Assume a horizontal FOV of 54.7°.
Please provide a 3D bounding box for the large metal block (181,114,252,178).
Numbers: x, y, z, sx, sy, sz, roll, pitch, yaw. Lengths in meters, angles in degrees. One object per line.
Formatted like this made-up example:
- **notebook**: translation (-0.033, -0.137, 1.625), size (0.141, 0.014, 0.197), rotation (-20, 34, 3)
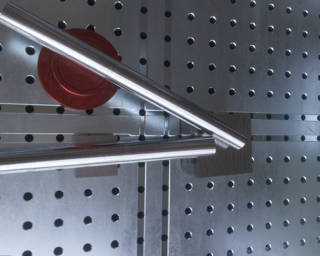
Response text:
- **large metal block**: translation (0.077, 0.022, 0.426), size (0.081, 0.050, 0.079), rotation (-2, 91, -20)

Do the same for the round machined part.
- **round machined part**: translation (-0.093, -0.071, 0.369), size (0.099, 0.042, 0.097), rotation (0, 90, -21)

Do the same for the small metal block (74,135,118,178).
- **small metal block**: translation (-0.080, 0.034, 0.384), size (0.050, 0.025, 0.050), rotation (0, 90, -21)

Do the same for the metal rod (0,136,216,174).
- **metal rod**: translation (-0.085, 0.032, 0.353), size (0.302, 0.025, 0.025), rotation (-4, 92, -10)

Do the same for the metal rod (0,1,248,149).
- **metal rod**: translation (-0.026, -0.050, 0.352), size (0.301, 0.025, 0.025), rotation (27, 81, -16)
